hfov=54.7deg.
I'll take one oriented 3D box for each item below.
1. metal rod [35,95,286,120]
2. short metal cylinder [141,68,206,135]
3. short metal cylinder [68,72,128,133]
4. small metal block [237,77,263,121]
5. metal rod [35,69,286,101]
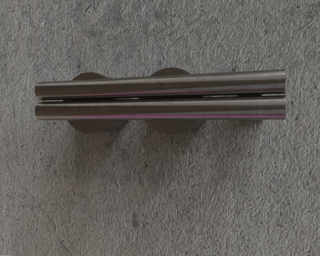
[{"bbox_3d":[-0.016,-0.022,0.362,0.301,0.025,0.025,0,90,19],"label":"metal rod"},{"bbox_3d":[0.020,-0.032,0.390,0.080,0.050,0.080,0,90,20],"label":"short metal cylinder"},{"bbox_3d":[-0.084,-0.033,0.426,0.080,0.050,0.080,0,90,20],"label":"short metal cylinder"},{"bbox_3d":[0.106,-0.033,0.361,0.025,0.050,0.050,-2,89,20],"label":"small metal block"},{"bbox_3d":[-0.016,-0.048,0.362,0.301,0.025,0.025,0,90,19],"label":"metal rod"}]
